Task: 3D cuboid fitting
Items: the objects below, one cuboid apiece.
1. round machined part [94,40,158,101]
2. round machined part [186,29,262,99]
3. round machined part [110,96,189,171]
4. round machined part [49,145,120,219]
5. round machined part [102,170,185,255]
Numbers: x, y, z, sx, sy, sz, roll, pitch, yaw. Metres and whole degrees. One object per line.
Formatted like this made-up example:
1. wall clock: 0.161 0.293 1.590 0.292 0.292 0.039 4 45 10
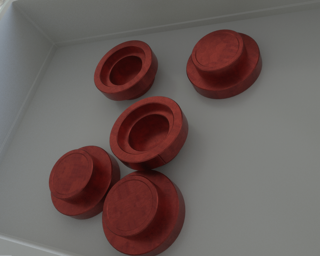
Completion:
1. round machined part: -0.047 -0.082 0.470 0.098 0.042 0.098 -13 56 21
2. round machined part: 0.080 -0.090 0.408 0.098 0.042 0.098 -13 56 21
3. round machined part: -0.010 0.011 0.389 0.098 0.042 0.098 -15 49 19
4. round machined part: -0.106 0.067 0.410 0.098 0.042 0.098 -13 56 21
5. round machined part: -0.025 0.092 0.351 0.098 0.042 0.098 -13 56 21
